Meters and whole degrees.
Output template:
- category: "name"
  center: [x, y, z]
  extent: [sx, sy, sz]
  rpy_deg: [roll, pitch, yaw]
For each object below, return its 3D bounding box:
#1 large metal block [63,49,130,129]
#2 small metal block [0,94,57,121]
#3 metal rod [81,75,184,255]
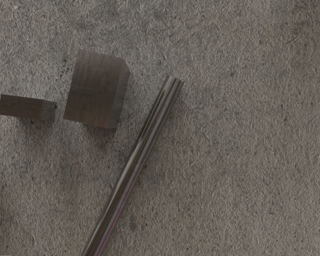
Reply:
- category: "large metal block"
  center: [-0.074, -0.044, 0.382]
  extent: [0.050, 0.080, 0.080]
  rpy_deg: [13, 90, 0]
- category: "small metal block"
  center: [-0.167, -0.025, 0.396]
  extent: [0.050, 0.050, 0.025]
  rpy_deg: [7, 90, 0]
- category: "metal rod"
  center: [-0.044, 0.071, 0.409]
  extent: [0.025, 0.025, 0.299]
  rpy_deg: [26, 90, 0]
